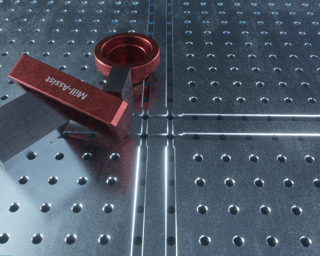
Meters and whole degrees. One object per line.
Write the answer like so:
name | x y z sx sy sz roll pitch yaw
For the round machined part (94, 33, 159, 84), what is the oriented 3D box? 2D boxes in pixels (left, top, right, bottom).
round machined part | -0.050 -0.105 0.482 0.099 0.042 0.098 0 47 0

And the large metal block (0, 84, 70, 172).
large metal block | -0.159 0.002 0.359 0.080 0.080 0.050 -38 94 -28

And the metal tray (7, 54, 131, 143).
metal tray | -0.101 -0.031 0.370 0.130 0.090 0.030 25 75 4

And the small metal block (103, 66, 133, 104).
small metal block | -0.058 -0.050 0.433 0.025 0.050 0.050 7 51 6
